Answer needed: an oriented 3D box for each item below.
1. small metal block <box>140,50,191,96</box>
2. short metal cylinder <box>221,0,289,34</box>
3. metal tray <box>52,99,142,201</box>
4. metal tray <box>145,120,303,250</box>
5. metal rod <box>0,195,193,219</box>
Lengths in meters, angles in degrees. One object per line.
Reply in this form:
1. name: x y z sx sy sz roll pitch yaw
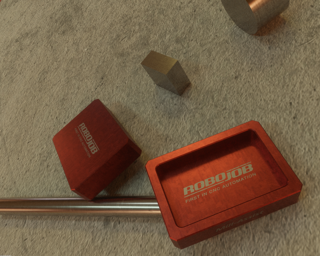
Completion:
1. small metal block: 0.009 -0.076 0.429 0.050 0.050 0.025 31 79 37
2. short metal cylinder: 0.122 -0.173 0.410 0.050 0.080 0.080 -38 51 3
3. metal tray: -0.089 0.023 0.415 0.090 0.030 0.130 -42 40 -2
4. metal tray: 0.060 0.054 0.315 0.131 0.030 0.090 -21 53 -2
5. metal rod: -0.105 0.100 0.395 0.301 0.025 0.025 -6 59 24
